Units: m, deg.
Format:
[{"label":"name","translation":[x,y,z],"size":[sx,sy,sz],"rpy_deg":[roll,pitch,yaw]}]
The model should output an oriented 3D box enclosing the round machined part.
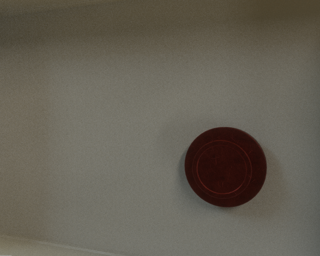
[{"label":"round machined part","translation":[0.077,0.047,0.374],"size":[0.098,0.042,0.097],"rpy_deg":[0,90,19]}]
